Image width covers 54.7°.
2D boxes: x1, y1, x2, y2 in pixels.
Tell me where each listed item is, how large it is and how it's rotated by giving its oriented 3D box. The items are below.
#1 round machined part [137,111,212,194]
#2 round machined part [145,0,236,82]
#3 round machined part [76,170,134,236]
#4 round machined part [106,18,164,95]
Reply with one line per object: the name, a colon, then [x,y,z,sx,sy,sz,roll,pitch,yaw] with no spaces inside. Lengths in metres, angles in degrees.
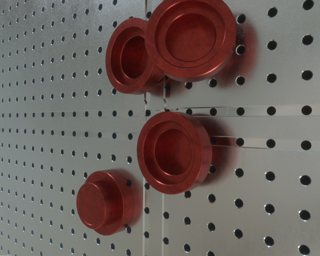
round machined part: [0.021,0.029,0.379,0.098,0.042,0.097,0,90,39]
round machined part: [0.036,-0.099,0.351,0.098,0.042,0.097,-1,84,13]
round machined part: [-0.089,0.114,0.469,0.098,0.042,0.097,0,90,39]
round machined part: [-0.026,-0.093,0.416,0.098,0.042,0.097,0,90,43]
